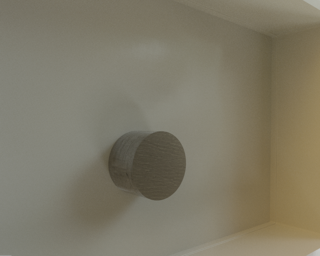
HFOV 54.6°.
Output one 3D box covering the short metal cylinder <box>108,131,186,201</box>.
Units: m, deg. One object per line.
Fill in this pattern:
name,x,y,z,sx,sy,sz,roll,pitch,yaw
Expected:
short metal cylinder,-0.015,0.043,0.377,0.081,0.050,0.080,0,90,-40
